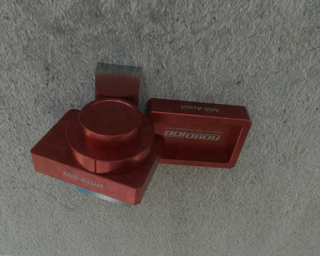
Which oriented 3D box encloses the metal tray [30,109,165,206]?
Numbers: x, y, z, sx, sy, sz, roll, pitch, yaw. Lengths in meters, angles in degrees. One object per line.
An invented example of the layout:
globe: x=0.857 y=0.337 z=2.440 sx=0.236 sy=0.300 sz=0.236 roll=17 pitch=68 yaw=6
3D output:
metal tray: x=-0.069 y=0.029 z=0.368 sx=0.131 sy=0.090 sz=0.030 roll=17 pitch=131 yaw=9

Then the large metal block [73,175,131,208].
large metal block: x=-0.070 y=0.057 z=0.415 sx=0.080 sy=0.050 sz=0.080 roll=16 pitch=144 yaw=9

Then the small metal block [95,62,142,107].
small metal block: x=-0.050 y=-0.048 z=0.368 sx=0.050 sy=0.025 sz=0.050 roll=5 pitch=130 yaw=-5

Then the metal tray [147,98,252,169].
metal tray: x=0.045 y=0.010 z=0.414 sx=0.131 sy=0.030 sz=0.089 roll=5 pitch=130 yaw=-5

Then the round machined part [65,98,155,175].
round machined part: x=-0.055 y=0.002 z=0.347 sx=0.099 sy=0.098 sz=0.042 roll=5 pitch=130 yaw=-5
